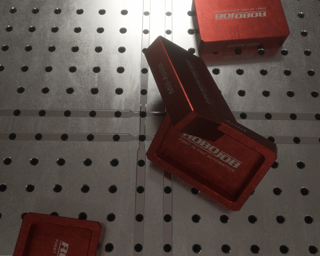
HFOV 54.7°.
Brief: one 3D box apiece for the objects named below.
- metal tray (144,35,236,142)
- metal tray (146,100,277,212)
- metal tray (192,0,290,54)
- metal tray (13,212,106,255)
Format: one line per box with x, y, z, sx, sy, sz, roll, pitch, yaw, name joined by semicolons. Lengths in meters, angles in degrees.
0.038;-0.047;0.381;0.030;0.091;0.130;-42;51;30;metal tray
0.059;0.029;0.371;0.130;0.030;0.089;31;115;10;metal tray
0.119;-0.164;0.470;0.131;0.030;0.090;-5;70;-3;metal tray
-0.119;0.167;0.346;0.091;0.030;0.130;8;70;2;metal tray
